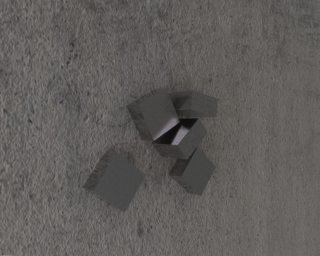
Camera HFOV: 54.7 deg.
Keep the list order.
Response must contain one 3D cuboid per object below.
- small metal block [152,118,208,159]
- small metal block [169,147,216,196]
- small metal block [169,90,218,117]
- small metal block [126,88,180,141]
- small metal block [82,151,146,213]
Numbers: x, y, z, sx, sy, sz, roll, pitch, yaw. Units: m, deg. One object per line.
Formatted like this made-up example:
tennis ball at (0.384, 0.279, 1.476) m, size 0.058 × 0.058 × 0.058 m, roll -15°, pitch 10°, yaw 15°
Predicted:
small metal block at (0.026, 0.013, 0.410) m, size 0.050 × 0.050 × 0.025 m, roll -49°, pitch 119°, yaw -29°
small metal block at (0.047, 0.061, 0.444) m, size 0.050 × 0.025 × 0.050 m, roll 47°, pitch 62°, yaw -30°
small metal block at (0.043, -0.031, 0.424) m, size 0.050 × 0.050 × 0.025 m, roll 12°, pitch 83°, yaw -39°
small metal block at (-0.008, -0.018, 0.398) m, size 0.050 × 0.025 × 0.050 m, roll -35°, pitch 112°, yaw -34°
small metal block at (-0.052, 0.062, 0.361) m, size 0.050 × 0.025 × 0.050 m, roll 45°, pitch 63°, yaw -31°
